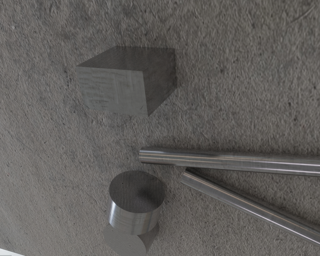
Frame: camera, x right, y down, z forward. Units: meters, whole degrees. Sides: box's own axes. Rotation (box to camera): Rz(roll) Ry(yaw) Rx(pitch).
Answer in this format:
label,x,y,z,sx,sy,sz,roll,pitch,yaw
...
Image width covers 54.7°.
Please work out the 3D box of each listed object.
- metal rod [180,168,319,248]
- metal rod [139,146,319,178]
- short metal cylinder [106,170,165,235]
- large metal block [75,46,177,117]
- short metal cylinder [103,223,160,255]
label,x,y,z,sx,sy,sz,roll,pitch,yaw
metal rod,0.168,0.122,0.393,0.301,0.025,0.025,23,127,14
metal rod,0.110,0.041,0.373,0.300,0.025,0.025,1,119,27
short metal cylinder,-0.037,0.109,0.458,0.080,0.080,0.050,23,127,14
large metal block,-0.034,-0.057,0.354,0.080,0.080,0.050,9,122,23
short metal cylinder,-0.048,0.176,0.525,0.080,0.050,0.079,13,124,21
